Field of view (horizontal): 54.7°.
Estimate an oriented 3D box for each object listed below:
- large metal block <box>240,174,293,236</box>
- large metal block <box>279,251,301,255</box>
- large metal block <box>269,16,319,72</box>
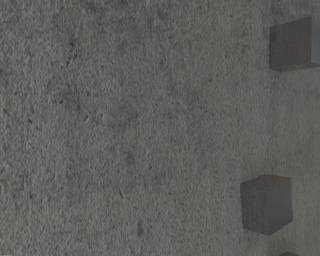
[{"bbox_3d":[0.189,0.132,0.547,0.081,0.050,0.079,-9,96,-40],"label":"large metal block"},{"bbox_3d":[0.250,0.297,0.599,0.081,0.050,0.080,0,90,-40],"label":"large metal block"},{"bbox_3d":[0.256,-0.154,0.582,0.050,0.080,0.080,2,89,-40],"label":"large metal block"}]
